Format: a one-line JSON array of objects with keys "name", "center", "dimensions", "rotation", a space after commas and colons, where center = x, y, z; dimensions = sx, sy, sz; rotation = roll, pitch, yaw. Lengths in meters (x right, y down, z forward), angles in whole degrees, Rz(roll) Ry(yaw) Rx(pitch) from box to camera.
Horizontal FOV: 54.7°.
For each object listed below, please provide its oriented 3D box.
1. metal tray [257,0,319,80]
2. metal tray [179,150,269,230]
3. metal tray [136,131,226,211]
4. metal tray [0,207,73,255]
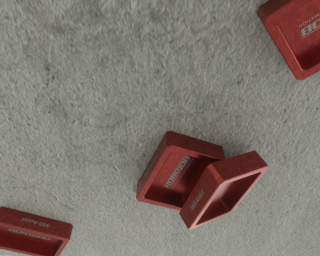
[{"name": "metal tray", "center": [0.177, -0.117, 0.307], "dimensions": [0.130, 0.030, 0.090], "rotation": [-31, 124, 23]}, {"name": "metal tray", "center": [0.090, 0.093, 0.452], "dimensions": [0.091, 0.030, 0.129], "rotation": [-11, 141, -30]}, {"name": "metal tray", "center": [0.028, 0.070, 0.463], "dimensions": [0.091, 0.030, 0.129], "rotation": [17, 128, -15]}, {"name": "metal tray", "center": [-0.238, 0.196, 0.567], "dimensions": [0.131, 0.030, 0.089], "rotation": [21, 127, -18]}]
